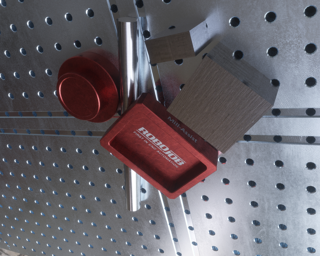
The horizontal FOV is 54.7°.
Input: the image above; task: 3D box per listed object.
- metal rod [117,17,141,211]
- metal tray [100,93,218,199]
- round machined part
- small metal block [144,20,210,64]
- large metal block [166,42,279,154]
[{"bbox_3d":[-0.040,0.002,0.432,0.025,0.025,0.298,15,125,19],"label":"metal rod"},{"bbox_3d":[-0.001,0.027,0.403,0.130,0.030,0.090,40,123,-12],"label":"metal tray"},{"bbox_3d":[-0.100,-0.049,0.420,0.098,0.042,0.097,13,124,20],"label":"round machined part"},{"bbox_3d":[0.020,-0.091,0.327,0.050,0.050,0.025,-4,117,29],"label":"small metal block"},{"bbox_3d":[0.068,-0.032,0.339,0.080,0.050,0.080,38,129,2],"label":"large metal block"}]
